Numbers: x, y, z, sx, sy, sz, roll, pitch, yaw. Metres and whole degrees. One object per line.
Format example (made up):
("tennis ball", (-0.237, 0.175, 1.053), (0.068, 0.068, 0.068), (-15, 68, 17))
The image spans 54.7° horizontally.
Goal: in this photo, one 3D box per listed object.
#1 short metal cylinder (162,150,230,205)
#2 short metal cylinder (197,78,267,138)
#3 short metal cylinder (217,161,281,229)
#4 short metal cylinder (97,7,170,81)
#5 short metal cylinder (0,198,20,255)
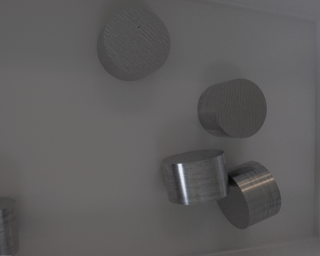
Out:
("short metal cylinder", (0.046, 0.061, 0.398), (0.081, 0.080, 0.050), (-11, 94, -20))
("short metal cylinder", (0.100, -0.026, 0.434), (0.081, 0.050, 0.080), (0, 90, -20))
("short metal cylinder", (0.117, 0.091, 0.424), (0.050, 0.080, 0.080), (-16, 96, -19))
("short metal cylinder", (-0.034, -0.101, 0.384), (0.081, 0.050, 0.080), (0, 90, -20))
("short metal cylinder", (-0.188, 0.105, 0.312), (0.081, 0.080, 0.050), (-4, 92, -20))
